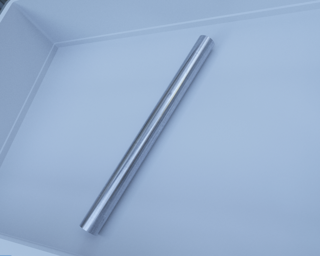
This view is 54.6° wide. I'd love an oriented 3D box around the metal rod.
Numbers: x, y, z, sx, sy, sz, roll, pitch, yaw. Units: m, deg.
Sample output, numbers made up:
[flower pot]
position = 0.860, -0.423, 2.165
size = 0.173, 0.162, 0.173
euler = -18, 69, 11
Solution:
[metal rod]
position = -0.010, -0.001, 0.409
size = 0.025, 0.025, 0.300
euler = 22, 73, 36
